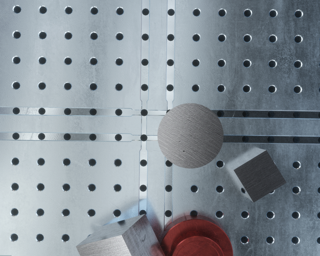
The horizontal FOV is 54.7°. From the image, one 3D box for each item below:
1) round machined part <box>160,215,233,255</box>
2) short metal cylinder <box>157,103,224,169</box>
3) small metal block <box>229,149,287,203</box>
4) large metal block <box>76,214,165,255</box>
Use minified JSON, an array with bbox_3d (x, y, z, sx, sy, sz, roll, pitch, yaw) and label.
[{"bbox_3d":[0.047,0.168,0.405,0.099,0.042,0.097,0,90,0],"label":"round machined part"},{"bbox_3d":[0.037,0.009,0.401,0.081,0.050,0.079,0,90,0],"label":"short metal cylinder"},{"bbox_3d":[0.130,0.063,0.414,0.050,0.025,0.050,-32,90,0],"label":"small metal block"},{"bbox_3d":[-0.044,0.162,0.383,0.080,0.050,0.080,-25,90,32],"label":"large metal block"}]
